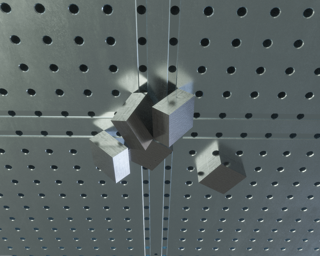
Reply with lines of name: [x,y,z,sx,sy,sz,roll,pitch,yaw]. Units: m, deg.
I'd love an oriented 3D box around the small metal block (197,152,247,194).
small metal block: [0.093,0.069,0.471,0.050,0.025,0.050,28,125,-22]

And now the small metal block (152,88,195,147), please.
small metal block: [0.017,-0.013,0.381,0.025,0.050,0.050,28,138,30]

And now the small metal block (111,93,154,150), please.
small metal block: [-0.026,-0.008,0.384,0.025,0.050,0.050,3,137,37]

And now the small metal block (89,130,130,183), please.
small metal block: [-0.069,0.039,0.426,0.050,0.025,0.050,32,140,32]

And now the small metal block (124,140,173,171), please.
small metal block: [-0.017,0.027,0.435,0.050,0.025,0.050,28,125,-23]
